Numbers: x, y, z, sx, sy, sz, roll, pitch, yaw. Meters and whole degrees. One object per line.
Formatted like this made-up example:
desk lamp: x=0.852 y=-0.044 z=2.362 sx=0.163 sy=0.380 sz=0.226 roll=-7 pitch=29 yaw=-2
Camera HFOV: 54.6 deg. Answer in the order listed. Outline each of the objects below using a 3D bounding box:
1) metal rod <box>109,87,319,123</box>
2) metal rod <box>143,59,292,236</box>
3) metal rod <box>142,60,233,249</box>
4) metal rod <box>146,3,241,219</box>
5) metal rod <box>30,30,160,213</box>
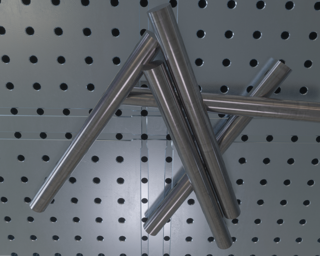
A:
metal rod: x=0.084 y=-0.029 z=0.381 sx=0.301 sy=0.025 sz=0.025 roll=6 pitch=110 yaw=6
metal rod: x=0.070 y=0.037 z=0.427 sx=0.025 sy=0.025 sz=0.299 roll=33 pitch=107 yaw=-11
metal rod: x=0.045 y=0.053 z=0.401 sx=0.025 sy=0.025 sz=0.299 roll=-20 pitch=118 yaw=7
metal rod: x=0.051 y=0.002 z=0.376 sx=0.025 sy=0.025 sz=0.299 roll=-20 pitch=119 yaw=7
metal rod: x=-0.092 y=0.008 z=0.395 sx=0.025 sy=0.025 sz=0.299 roll=34 pitch=114 yaw=-12
